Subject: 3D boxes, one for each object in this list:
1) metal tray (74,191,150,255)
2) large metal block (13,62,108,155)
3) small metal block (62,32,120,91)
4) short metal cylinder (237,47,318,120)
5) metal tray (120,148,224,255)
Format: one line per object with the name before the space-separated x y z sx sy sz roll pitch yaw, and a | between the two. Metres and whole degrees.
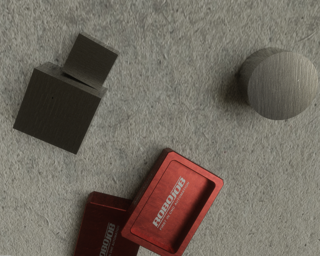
metal tray | -0.076 0.166 0.468 0.091 0.030 0.129 15 109 -6
large metal block | -0.121 -0.025 0.386 0.080 0.050 0.080 25 108 -9
small metal block | -0.083 -0.082 0.379 0.050 0.025 0.050 28 108 -10
short metal cylinder | 0.141 -0.055 0.378 0.081 0.050 0.079 0 110 0
metal tray | 0.016 0.104 0.424 0.090 0.030 0.130 31 89 -11
